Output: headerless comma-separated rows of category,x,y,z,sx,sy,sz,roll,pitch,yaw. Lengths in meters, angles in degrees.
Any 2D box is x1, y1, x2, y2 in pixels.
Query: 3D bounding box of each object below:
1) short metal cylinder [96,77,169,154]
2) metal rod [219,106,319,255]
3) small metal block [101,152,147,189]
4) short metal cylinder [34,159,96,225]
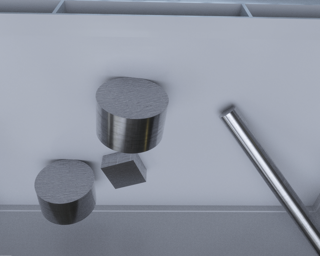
short metal cylinder,-0.033,-0.016,0.359,0.081,0.080,0.050,5,130,-5
metal rod,0.175,0.097,0.421,0.025,0.025,0.299,-33,101,24
small metal block,-0.053,0.061,0.460,0.050,0.025,0.050,-15,129,12
short metal cylinder,-0.135,0.092,0.449,0.081,0.080,0.050,3,130,-3
